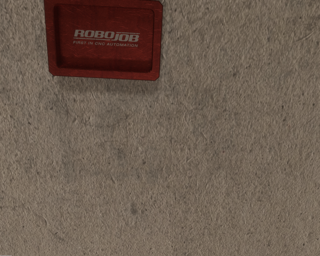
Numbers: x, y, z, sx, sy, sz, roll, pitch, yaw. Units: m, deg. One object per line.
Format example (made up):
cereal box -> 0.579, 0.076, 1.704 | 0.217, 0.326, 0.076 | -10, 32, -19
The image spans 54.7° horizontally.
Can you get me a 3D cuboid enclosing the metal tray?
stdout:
metal tray -> -0.064, -0.106, 0.367 | 0.131, 0.030, 0.089 | 3, 110, -2
